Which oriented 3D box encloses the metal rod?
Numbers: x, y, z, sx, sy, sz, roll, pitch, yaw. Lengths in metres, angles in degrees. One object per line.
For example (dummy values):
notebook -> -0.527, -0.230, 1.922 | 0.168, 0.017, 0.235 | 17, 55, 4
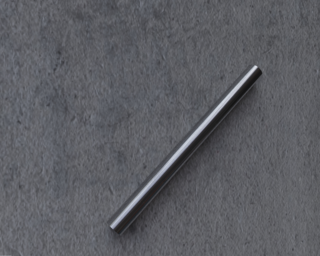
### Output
metal rod -> 0.042, 0.021, 0.425 | 0.301, 0.025, 0.025 | -47, 105, -14
